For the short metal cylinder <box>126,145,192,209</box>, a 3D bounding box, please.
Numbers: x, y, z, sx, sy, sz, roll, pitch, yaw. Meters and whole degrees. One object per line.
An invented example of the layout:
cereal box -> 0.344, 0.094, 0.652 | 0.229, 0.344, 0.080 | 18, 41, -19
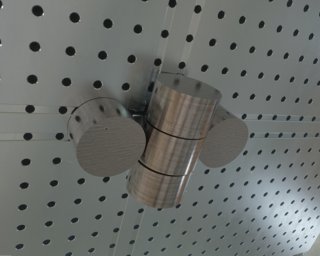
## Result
short metal cylinder -> -0.001, 0.061, 0.414 | 0.081, 0.080, 0.050 | 1, 118, -29

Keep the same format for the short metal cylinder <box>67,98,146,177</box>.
short metal cylinder -> -0.064, 0.011, 0.367 | 0.081, 0.050, 0.079 | -14, 125, -21

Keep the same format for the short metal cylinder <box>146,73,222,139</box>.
short metal cylinder -> 0.028, -0.028, 0.374 | 0.081, 0.080, 0.050 | 2, 117, -30

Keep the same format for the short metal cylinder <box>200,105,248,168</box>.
short metal cylinder -> 0.078, 0.010, 0.445 | 0.081, 0.050, 0.079 | -14, 125, -21

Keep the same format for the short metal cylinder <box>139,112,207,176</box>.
short metal cylinder -> 0.014, 0.017, 0.394 | 0.081, 0.080, 0.050 | 2, 118, -30
